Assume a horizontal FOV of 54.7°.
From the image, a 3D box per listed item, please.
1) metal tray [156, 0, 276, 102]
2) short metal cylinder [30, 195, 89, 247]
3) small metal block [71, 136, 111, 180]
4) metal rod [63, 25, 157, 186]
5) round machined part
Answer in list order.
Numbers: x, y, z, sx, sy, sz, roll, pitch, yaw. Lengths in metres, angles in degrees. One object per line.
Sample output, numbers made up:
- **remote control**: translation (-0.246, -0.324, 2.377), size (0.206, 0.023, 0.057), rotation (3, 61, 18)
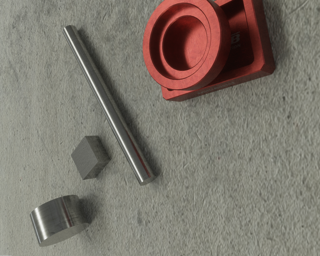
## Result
- **metal tray**: translation (0.056, -0.089, 0.355), size (0.130, 0.030, 0.090), rotation (-14, 81, 39)
- **short metal cylinder**: translation (-0.163, 0.151, 0.504), size (0.080, 0.081, 0.050), rotation (-42, 65, 32)
- **small metal block**: translation (-0.112, 0.047, 0.498), size (0.050, 0.025, 0.050), rotation (-48, 62, 29)
- **metal rod**: translation (-0.086, -0.048, 0.475), size (0.025, 0.025, 0.299), rotation (-45, 63, 31)
- **round machined part**: translation (0.032, -0.089, 0.331), size (0.098, 0.042, 0.097), rotation (4, 96, 39)
